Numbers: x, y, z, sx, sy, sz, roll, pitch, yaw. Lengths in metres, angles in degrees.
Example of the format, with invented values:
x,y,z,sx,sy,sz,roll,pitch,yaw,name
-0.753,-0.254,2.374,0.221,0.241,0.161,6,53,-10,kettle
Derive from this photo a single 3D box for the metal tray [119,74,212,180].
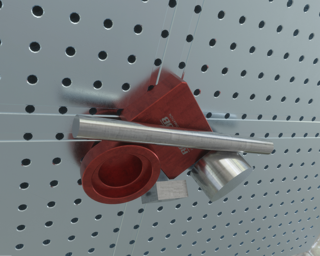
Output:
x,y,z,sx,sy,sz,roll,pitch,yaw,name
0.017,0.003,0.422,0.090,0.030,0.130,-37,130,-4,metal tray

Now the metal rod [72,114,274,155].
x,y,z,sx,sy,sz,roll,pitch,yaw,name
0.040,0.014,0.402,0.302,0.025,0.025,7,115,-32,metal rod

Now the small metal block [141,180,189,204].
x,y,z,sx,sy,sz,roll,pitch,yaw,name
0.006,0.095,0.457,0.050,0.025,0.050,2,161,-31,small metal block

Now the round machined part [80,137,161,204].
x,y,z,sx,sy,sz,roll,pitch,yaw,name
-0.052,0.048,0.396,0.099,0.042,0.097,-11,128,-15,round machined part

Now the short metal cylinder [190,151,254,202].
x,y,z,sx,sy,sz,roll,pitch,yaw,name
0.093,0.067,0.470,0.080,0.050,0.080,-30,154,-17,short metal cylinder
